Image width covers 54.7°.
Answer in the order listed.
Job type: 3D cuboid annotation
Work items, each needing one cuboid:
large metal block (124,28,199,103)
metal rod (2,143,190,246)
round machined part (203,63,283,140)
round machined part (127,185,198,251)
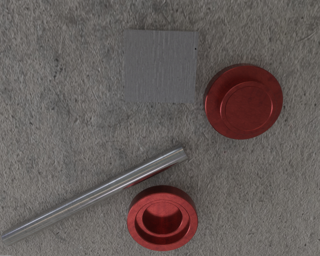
[{"bbox_3d":[0.000,-0.076,0.369,0.081,0.050,0.079,1,110,-1],"label":"large metal block"},{"bbox_3d":[-0.098,0.099,0.445,0.301,0.025,0.025,-27,108,9],"label":"metal rod"},{"bbox_3d":[0.107,-0.030,0.391,0.099,0.042,0.097,0,110,0],"label":"round machined part"},{"bbox_3d":[0.004,0.124,0.447,0.099,0.042,0.097,0,110,0],"label":"round machined part"}]
